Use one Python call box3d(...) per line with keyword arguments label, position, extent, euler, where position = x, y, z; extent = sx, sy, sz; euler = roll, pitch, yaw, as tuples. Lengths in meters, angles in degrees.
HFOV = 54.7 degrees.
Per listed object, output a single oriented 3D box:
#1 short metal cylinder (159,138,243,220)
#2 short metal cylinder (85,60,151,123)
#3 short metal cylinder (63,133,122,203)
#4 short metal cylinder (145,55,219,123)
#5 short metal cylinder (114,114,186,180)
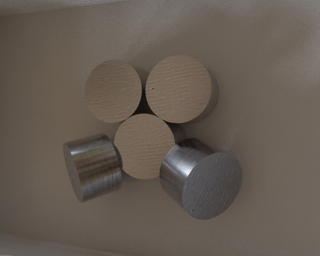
box3d(label="short metal cylinder", position=(0.047, 0.057, 0.356), extent=(0.050, 0.081, 0.080), euler=(30, 103, 57))
box3d(label="short metal cylinder", position=(-0.051, -0.046, 0.412), extent=(0.080, 0.050, 0.079), euler=(0, 90, 19))
box3d(label="short metal cylinder", position=(-0.089, 0.051, 0.404), extent=(0.050, 0.080, 0.080), euler=(-16, 83, -26))
box3d(label="short metal cylinder", position=(0.029, -0.046, 0.385), extent=(0.080, 0.050, 0.079), euler=(0, 90, 19))
box3d(label="short metal cylinder", position=(-0.011, 0.022, 0.397), extent=(0.080, 0.050, 0.079), euler=(0, 90, 19))
